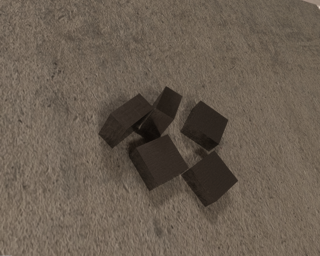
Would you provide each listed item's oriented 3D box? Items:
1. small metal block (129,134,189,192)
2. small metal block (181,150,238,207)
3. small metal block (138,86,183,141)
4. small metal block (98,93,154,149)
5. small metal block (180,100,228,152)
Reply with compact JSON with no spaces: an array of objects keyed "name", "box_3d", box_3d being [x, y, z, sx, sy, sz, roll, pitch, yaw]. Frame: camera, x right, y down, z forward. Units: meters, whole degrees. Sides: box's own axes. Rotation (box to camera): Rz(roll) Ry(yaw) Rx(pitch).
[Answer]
[{"name":"small metal block","box_3d":[-0.001,0.042,0.379,0.050,0.025,0.050,-22,74,-36]},{"name":"small metal block","box_3d":[0.065,0.065,0.401,0.050,0.025,0.050,-30,79,-38]},{"name":"small metal block","box_3d":[0.000,-0.017,0.395,0.025,0.050,0.050,31,41,-8]},{"name":"small metal block","box_3d":[-0.041,-0.008,0.372,0.025,0.050,0.050,46,51,3]},{"name":"small metal block","box_3d":[0.064,-0.003,0.442,0.050,0.025,0.050,35,51,-6]}]
